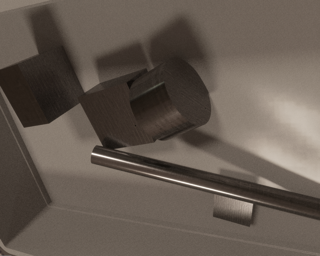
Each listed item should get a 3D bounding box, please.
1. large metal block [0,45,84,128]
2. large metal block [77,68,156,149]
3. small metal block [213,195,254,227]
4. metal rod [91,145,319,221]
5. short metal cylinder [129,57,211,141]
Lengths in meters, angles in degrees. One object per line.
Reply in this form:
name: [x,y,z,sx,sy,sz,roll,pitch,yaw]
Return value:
large metal block: [-0.158,-0.057,0.419,0.050,0.080,0.080,-7,115,31]
large metal block: [-0.045,-0.022,0.401,0.080,0.050,0.080,-11,113,32]
small metal block: [0.100,0.100,0.417,0.050,0.025,0.050,10,123,22]
metal rod: [0.060,0.067,0.384,0.301,0.025,0.025,13,124,8]
short metal cylinder: [0.013,-0.031,0.346,0.050,0.080,0.080,-25,105,37]
